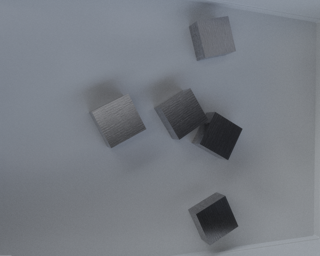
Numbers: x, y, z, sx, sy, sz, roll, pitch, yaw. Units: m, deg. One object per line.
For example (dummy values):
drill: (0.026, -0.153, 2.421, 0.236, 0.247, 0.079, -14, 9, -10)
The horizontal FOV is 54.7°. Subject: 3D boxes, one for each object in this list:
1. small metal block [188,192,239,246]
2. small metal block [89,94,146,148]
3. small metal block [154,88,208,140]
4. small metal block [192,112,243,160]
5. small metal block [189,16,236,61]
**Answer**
small metal block: (0.075, 0.127, 0.438, 0.050, 0.025, 0.050, -27, 99, -18)
small metal block: (-0.053, -0.009, 0.391, 0.050, 0.025, 0.050, -29, 100, -18)
small metal block: (0.029, -0.019, 0.421, 0.050, 0.025, 0.050, -34, 101, -17)
small metal block: (0.081, 0.011, 0.440, 0.050, 0.025, 0.050, 30, 80, -18)
small metal block: (0.074, -0.126, 0.437, 0.050, 0.025, 0.050, -16, 96, -19)
